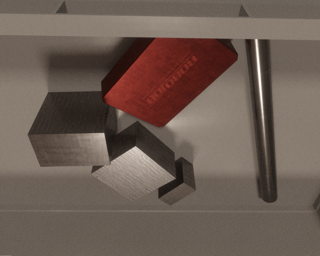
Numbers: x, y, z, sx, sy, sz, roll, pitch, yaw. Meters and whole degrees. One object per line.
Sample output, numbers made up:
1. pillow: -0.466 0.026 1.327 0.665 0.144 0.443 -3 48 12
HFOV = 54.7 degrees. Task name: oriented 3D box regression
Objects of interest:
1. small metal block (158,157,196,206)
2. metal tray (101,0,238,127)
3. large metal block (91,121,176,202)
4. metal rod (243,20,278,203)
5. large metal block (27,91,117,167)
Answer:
1. small metal block: 0.024 0.079 0.461 0.025 0.050 0.050 37 121 -27
2. metal tray: 0.007 -0.063 0.341 0.090 0.030 0.129 25 127 -34
3. large metal block: -0.035 0.049 0.434 0.080 0.050 0.080 -33 123 24
4. metal rod: 0.139 0.003 0.413 0.025 0.025 0.299 -12 129 10
5. large metal block: -0.098 -0.001 0.371 0.081 0.080 0.050 -1 130 0
